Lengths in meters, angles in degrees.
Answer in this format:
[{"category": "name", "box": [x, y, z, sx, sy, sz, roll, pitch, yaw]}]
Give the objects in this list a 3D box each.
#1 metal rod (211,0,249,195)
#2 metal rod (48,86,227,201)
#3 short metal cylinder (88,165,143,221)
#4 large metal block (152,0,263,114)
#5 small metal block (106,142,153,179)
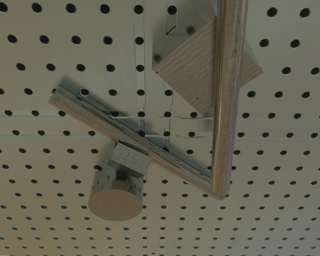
[{"category": "metal rod", "box": [0.068, -0.034, 0.318, 0.025, 0.025, 0.298, -4, 130, 3]}, {"category": "metal rod", "box": [-0.015, 0.033, 0.439, 0.301, 0.025, 0.025, 33, 123, -26]}, {"category": "short metal cylinder", "box": [-0.066, 0.100, 0.480, 0.081, 0.050, 0.079, -1, 130, 0]}, {"category": "large metal block", "box": [0.048, -0.074, 0.333, 0.080, 0.050, 0.080, -36, 122, 26]}, {"category": "small metal block", "box": [-0.044, 0.046, 0.430, 0.050, 0.025, 0.050, 26, 160, -7]}]
